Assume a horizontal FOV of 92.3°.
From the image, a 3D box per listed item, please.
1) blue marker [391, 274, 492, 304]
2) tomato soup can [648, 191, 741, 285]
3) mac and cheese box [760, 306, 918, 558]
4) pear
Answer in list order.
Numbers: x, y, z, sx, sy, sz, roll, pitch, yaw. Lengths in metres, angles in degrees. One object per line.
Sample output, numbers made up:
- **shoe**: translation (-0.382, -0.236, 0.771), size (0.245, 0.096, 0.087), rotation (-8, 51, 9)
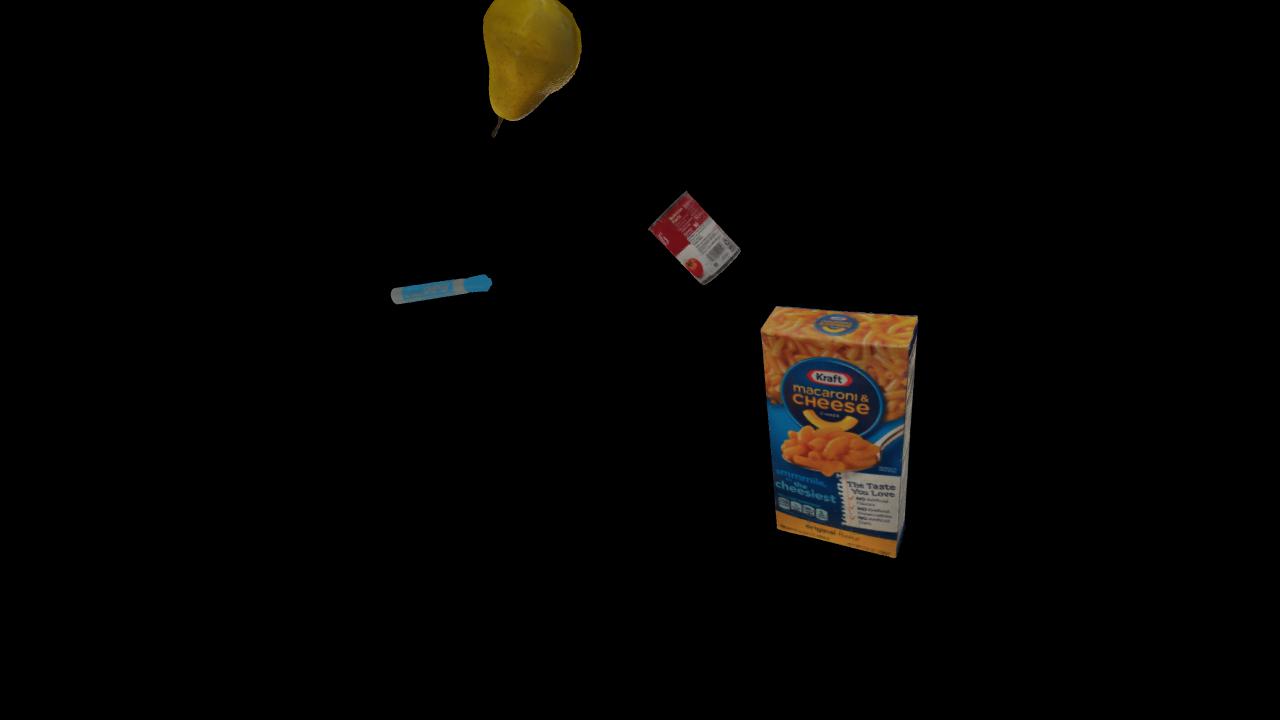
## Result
- **blue marker**: translation (-0.220, -0.079, 0.685), size (0.121, 0.020, 0.020), rotation (-6, -2, 16)
- **tomato soup can**: translation (0.069, -0.152, 0.772), size (0.101, 0.068, 0.068), rotation (45, -7, -7)
- **mac and cheese box**: translation (0.139, 0.054, 0.431), size (0.093, 0.184, 0.041), rotation (8, 37, 30)
- **pear**: translation (-0.094, -0.229, 0.488), size (0.080, 0.111, 0.080), rotation (20, 15, -5)
